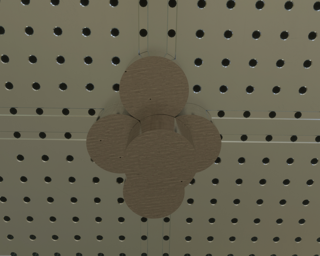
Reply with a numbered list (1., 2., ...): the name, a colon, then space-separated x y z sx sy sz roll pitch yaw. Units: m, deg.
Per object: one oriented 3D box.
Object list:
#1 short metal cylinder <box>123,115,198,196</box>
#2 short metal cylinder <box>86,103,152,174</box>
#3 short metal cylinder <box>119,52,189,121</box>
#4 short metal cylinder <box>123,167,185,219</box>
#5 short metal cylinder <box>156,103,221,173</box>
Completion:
1. short metal cylinder: 0.000 0.030 0.357 0.081 0.050 0.079 0 110 0
2. short metal cylinder: -0.050 0.012 0.404 0.081 0.050 0.079 0 110 0
3. short metal cylinder: -0.007 -0.051 0.381 0.081 0.050 0.079 -1 110 -1
4. short metal cylinder: -0.008 0.076 0.427 0.081 0.050 0.079 0 108 -1
5. short metal cylinder: 0.035 0.013 0.404 0.081 0.050 0.079 0 110 0
